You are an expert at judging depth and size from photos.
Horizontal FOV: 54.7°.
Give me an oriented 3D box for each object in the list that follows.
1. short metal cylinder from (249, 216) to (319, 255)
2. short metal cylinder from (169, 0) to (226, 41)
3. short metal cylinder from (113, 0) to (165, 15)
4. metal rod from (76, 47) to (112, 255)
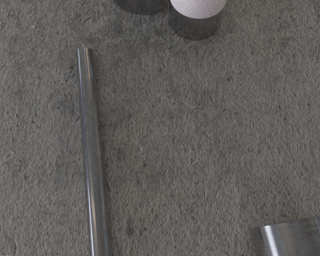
[{"bbox_3d":[0.142,0.127,0.334,0.081,0.080,0.050,-9,71,-4],"label":"short metal cylinder"},{"bbox_3d":[0.054,-0.179,0.461,0.081,0.050,0.080,0,70,0],"label":"short metal cylinder"},{"bbox_3d":[-0.029,-0.215,0.457,0.080,0.080,0.050,6,70,2],"label":"short metal cylinder"},{"bbox_3d":[-0.086,0.030,0.396,0.025,0.025,0.299,-8,70,-3],"label":"metal rod"}]
